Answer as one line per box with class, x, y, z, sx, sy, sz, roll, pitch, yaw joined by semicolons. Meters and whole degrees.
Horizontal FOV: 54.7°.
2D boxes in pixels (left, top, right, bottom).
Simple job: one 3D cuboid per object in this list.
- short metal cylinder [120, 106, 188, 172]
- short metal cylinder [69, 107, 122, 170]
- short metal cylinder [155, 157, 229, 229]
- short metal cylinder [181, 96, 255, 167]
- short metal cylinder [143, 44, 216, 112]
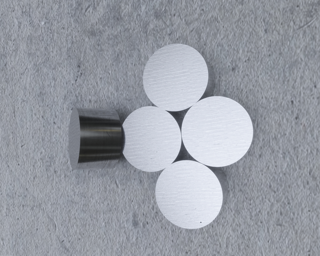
short metal cylinder;-0.004;0.013;0.398;0.080;0.050;0.080;0;90;20
short metal cylinder;-0.087;0.014;0.406;0.080;0.050;0.080;-6;83;64
short metal cylinder;0.041;0.077;0.382;0.080;0.050;0.080;0;90;20
short metal cylinder;0.071;0.004;0.372;0.080;0.050;0.080;0;90;20
short metal cylinder;0.026;-0.060;0.388;0.080;0.050;0.080;0;90;20
